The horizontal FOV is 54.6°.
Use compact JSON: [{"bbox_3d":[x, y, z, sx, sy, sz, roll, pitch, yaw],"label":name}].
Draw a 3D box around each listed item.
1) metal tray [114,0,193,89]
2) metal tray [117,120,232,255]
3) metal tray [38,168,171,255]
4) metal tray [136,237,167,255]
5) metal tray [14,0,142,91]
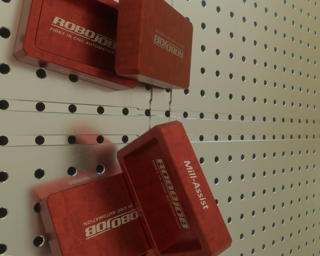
[{"bbox_3d":[-0.001,-0.098,0.370,0.131,0.030,0.090,2,92,-62],"label":"metal tray"},{"bbox_3d":[0.009,0.068,0.320,0.030,0.090,0.130,-14,77,-40],"label":"metal tray"},{"bbox_3d":[-0.053,0.101,0.340,0.131,0.030,0.090,-12,76,-39],"label":"metal tray"},{"bbox_3d":[-0.018,0.208,0.391,0.090,0.030,0.130,48,62,-29],"label":"metal tray"},{"bbox_3d":[-0.079,-0.100,0.338,0.131,0.030,0.090,13,82,-39],"label":"metal tray"}]
